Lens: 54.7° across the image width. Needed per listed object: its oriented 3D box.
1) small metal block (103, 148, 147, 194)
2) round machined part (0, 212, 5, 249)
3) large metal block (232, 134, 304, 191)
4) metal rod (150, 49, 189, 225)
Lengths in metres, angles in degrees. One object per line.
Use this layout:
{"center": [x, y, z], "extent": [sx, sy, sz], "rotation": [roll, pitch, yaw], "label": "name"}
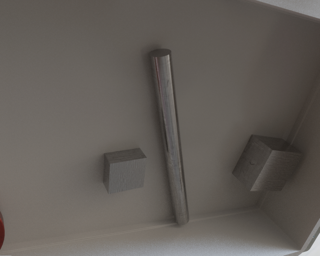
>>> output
{"center": [-0.048, 0.058, 0.420], "extent": [0.050, 0.025, 0.050], "rotation": [-7, 122, -25], "label": "small metal block"}
{"center": [-0.225, 0.124, 0.338], "extent": [0.099, 0.042, 0.097], "rotation": [-9, 108, -27], "label": "round machined part"}
{"center": [0.185, 0.061, 0.534], "extent": [0.081, 0.050, 0.079], "rotation": [7, 115, -32], "label": "large metal block"}
{"center": [0.019, 0.034, 0.441], "extent": [0.025, 0.025, 0.298], "rotation": [-21, 127, -17], "label": "metal rod"}
